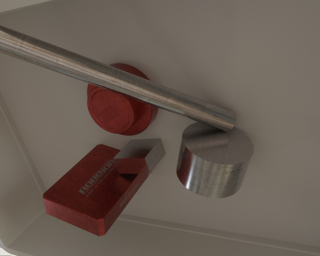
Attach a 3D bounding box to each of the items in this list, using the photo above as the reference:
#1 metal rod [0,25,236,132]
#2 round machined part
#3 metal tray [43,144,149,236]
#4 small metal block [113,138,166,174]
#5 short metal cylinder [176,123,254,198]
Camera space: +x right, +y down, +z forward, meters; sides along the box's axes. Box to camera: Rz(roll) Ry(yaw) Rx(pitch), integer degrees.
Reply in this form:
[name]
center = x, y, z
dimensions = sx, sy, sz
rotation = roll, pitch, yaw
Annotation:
[metal rod]
center = -0.056, -0.053, 0.325
dimensions = 0.302, 0.025, 0.025
rotation = 18, 130, -14
[round machined part]
center = -0.055, -0.031, 0.406
dimensions = 0.098, 0.042, 0.097
rotation = 13, 124, 20
[metal tray]
center = -0.083, 0.079, 0.431
dimensions = 0.090, 0.131, 0.030
rotation = 16, 125, 19
[small metal block]
center = -0.027, 0.039, 0.429
dimensions = 0.050, 0.050, 0.025
rotation = -3, 117, 29
[short metal cylinder]
center = 0.062, 0.035, 0.361
dimensions = 0.080, 0.080, 0.050
rotation = 19, 126, 16
